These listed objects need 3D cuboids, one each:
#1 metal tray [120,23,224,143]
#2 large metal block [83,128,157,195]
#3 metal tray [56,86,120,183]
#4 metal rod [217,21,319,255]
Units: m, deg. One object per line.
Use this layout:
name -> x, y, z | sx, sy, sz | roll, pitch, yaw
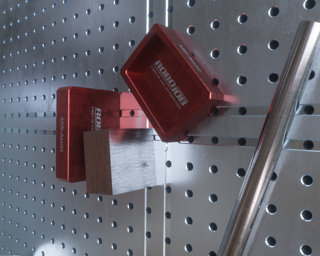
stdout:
metal tray -> 0.009, -0.057, 0.398 | 0.090, 0.030, 0.130 | -47, 62, 30
large metal block -> -0.052, 0.042, 0.417 | 0.050, 0.081, 0.080 | -7, 86, 40
metal tray -> -0.103, 0.008, 0.451 | 0.030, 0.091, 0.129 | 1, 91, 40
metal rod -> 0.105, 0.043, 0.322 | 0.025, 0.025, 0.298 | 25, 106, 37
